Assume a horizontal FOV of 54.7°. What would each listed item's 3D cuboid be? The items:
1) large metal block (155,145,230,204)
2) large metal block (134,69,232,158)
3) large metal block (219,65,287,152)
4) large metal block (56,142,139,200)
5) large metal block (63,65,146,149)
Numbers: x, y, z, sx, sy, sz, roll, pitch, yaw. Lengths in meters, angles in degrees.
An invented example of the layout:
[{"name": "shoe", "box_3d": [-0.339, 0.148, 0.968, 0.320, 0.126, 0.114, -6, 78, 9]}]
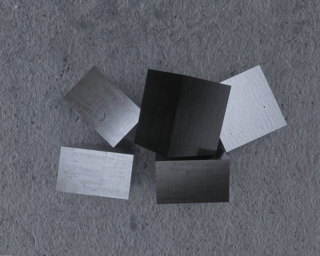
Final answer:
[{"name": "large metal block", "box_3d": [0.036, 0.051, 0.379, 0.080, 0.080, 0.050, -1, 101, 0]}, {"name": "large metal block", "box_3d": [0.026, -0.015, 0.336, 0.050, 0.081, 0.079, 19, 102, 43]}, {"name": "large metal block", "box_3d": [0.100, -0.024, 0.398, 0.080, 0.050, 0.080, -25, 90, 0]}, {"name": "large metal block", "box_3d": [-0.072, 0.049, 0.382, 0.080, 0.080, 0.050, 7, 90, 0]}, {"name": "large metal block", "box_3d": [-0.057, -0.021, 0.377, 0.080, 0.080, 0.050, 44, 90, 8]}]
